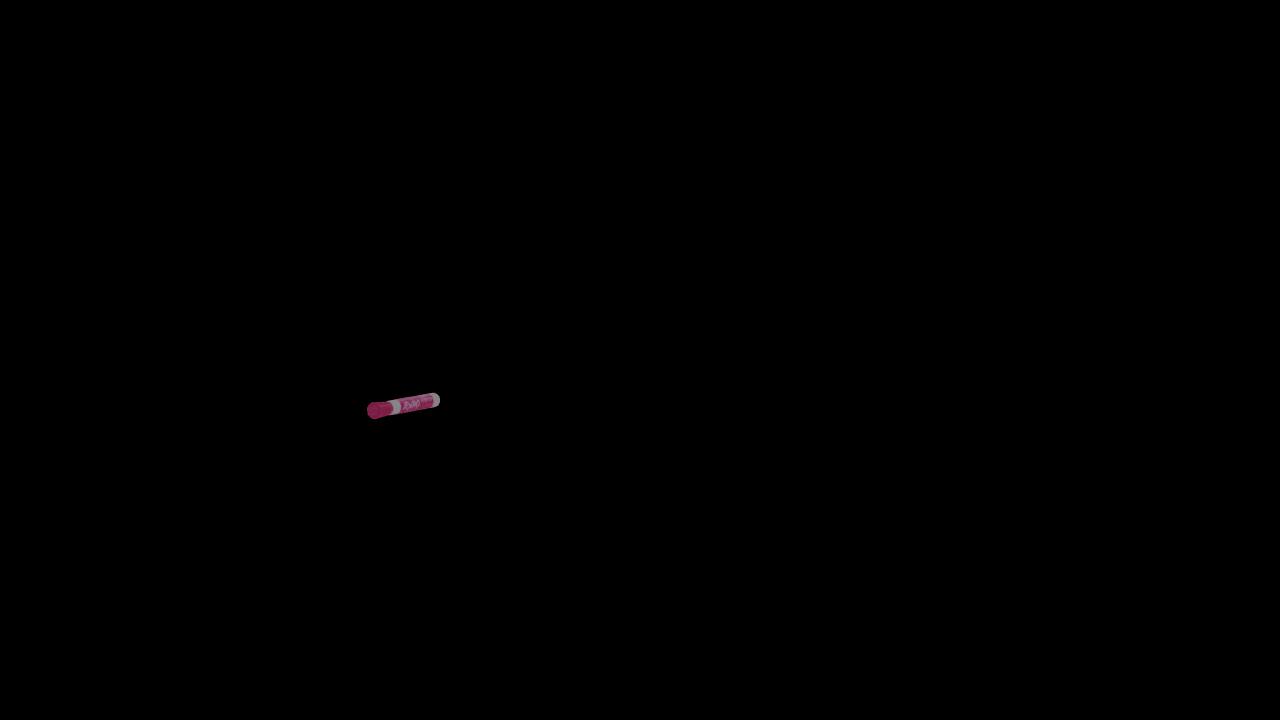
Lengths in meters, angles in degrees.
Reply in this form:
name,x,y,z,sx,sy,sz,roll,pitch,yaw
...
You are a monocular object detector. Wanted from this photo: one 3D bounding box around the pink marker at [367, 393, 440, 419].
name,x,y,z,sx,sy,sz,roll,pitch,yaw
pink marker,-0.278,0.054,0.728,0.020,0.020,0.121,0,2,14
